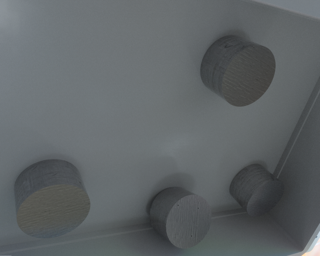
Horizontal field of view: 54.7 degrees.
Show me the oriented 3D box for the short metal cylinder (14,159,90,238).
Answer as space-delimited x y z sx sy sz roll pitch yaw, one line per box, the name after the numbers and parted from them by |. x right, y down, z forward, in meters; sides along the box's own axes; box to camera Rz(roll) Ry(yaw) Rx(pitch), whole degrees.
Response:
-0.130 0.085 0.374 0.081 0.050 0.079 -14 124 -21 | short metal cylinder

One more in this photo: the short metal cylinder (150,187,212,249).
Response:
0.032 0.135 0.475 0.081 0.050 0.079 -3 95 -29 | short metal cylinder

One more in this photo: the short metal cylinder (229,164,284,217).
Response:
0.173 0.111 0.556 0.081 0.050 0.079 -14 124 -21 | short metal cylinder

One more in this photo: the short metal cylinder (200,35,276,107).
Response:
0.100 -0.074 0.401 0.081 0.050 0.079 -14 124 -21 | short metal cylinder
